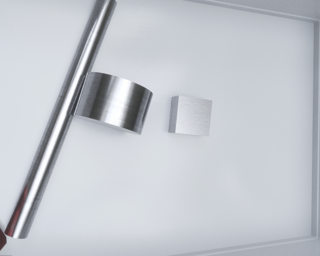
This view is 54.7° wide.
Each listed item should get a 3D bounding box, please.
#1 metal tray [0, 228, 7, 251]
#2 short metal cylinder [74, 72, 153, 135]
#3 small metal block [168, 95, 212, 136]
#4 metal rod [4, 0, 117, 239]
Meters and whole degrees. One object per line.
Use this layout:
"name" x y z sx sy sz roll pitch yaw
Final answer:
"metal tray" -0.201 0.106 0.279 0.030 0.130 0.090 -27 100 2
"short metal cylinder" -0.054 -0.027 0.362 0.081 0.080 0.050 18 84 -20
"small metal block" 0.042 -0.016 0.427 0.050 0.025 0.050 6 88 -20
"metal rod" -0.114 -0.020 0.368 0.025 0.025 0.299 22 83 -19
